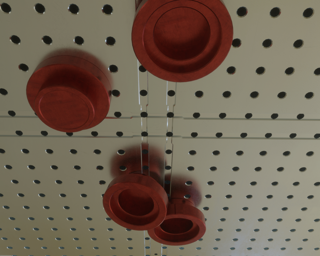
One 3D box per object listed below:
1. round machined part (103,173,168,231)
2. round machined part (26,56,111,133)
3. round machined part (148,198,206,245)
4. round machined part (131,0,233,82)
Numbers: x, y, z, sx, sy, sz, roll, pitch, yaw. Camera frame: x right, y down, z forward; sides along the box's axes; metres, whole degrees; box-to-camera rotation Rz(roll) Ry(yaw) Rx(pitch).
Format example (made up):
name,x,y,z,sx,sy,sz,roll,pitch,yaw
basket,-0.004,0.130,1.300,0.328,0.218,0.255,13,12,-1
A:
name,x,y,z,sx,sy,sz,roll,pitch,yaw
round machined part,-0.035,0.109,0.483,0.098,0.042,0.097,4,120,8
round machined part,-0.110,-0.033,0.372,0.099,0.042,0.097,0,130,0
round machined part,0.028,0.159,0.536,0.099,0.042,0.097,0,130,0
round machined part,0.022,-0.099,0.316,0.099,0.042,0.097,0,130,0
